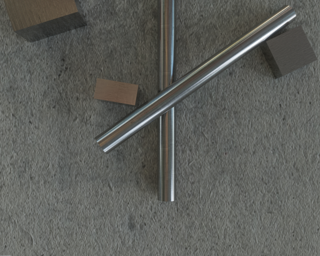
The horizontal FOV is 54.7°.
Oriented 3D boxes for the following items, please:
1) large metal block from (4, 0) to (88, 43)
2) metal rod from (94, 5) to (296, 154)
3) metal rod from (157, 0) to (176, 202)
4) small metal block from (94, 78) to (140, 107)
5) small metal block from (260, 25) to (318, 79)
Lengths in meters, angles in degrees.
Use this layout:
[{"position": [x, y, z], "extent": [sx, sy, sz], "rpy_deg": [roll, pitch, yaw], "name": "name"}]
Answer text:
[{"position": [-0.149, -0.165, 0.395], "extent": [0.080, 0.050, 0.080], "rpy_deg": [-18, 90, -1], "name": "large metal block"}, {"position": [0.050, -0.065, 0.391], "extent": [0.301, 0.025, 0.025], "rpy_deg": [-36, 90, -8], "name": "metal rod"}, {"position": [0.009, -0.055, 0.410], "extent": [0.025, 0.025, 0.298], "rpy_deg": [0, 90, -1], "name": "metal rod"}, {"position": [-0.053, -0.044, 0.397], "extent": [0.050, 0.050, 0.025], "rpy_deg": [10, 90, -1], "name": "small metal block"}, {"position": [0.170, -0.100, 0.412], "extent": [0.050, 0.025, 0.050], "rpy_deg": [-26, 90, -1], "name": "small metal block"}]
